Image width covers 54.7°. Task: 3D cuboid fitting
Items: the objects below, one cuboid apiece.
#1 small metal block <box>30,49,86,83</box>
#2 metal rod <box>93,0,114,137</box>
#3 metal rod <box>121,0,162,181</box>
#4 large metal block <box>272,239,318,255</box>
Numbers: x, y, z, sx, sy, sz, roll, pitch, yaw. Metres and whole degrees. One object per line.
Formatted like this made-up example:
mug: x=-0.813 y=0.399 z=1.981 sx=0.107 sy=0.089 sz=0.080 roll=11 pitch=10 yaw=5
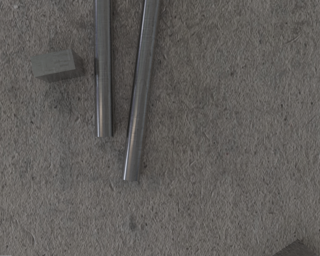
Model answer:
small metal block: x=-0.129 y=-0.078 z=0.396 sx=0.050 sy=0.050 sz=0.025 roll=-11 pitch=90 yaw=0
metal rod: x=-0.075 y=-0.138 z=0.409 sx=0.025 sy=0.025 sz=0.298 roll=-1 pitch=90 yaw=0
metal rod: x=-0.021 y=-0.080 z=0.409 sx=0.025 sy=0.025 sz=0.298 roll=7 pitch=90 yaw=0
large metal block: x=0.178 y=0.207 z=0.399 sx=0.080 sy=0.050 sz=0.080 roll=-33 pitch=90 yaw=0
